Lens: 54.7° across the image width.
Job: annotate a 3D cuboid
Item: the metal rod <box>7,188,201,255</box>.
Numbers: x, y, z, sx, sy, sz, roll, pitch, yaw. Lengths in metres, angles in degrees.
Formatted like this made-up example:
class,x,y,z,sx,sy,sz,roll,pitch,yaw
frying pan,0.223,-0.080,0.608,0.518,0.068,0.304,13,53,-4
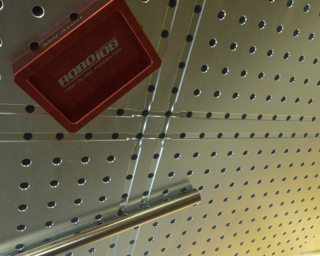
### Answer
class,x,y,z,sx,sy,sz,roll,pitch,yaw
metal rod,-0.075,0.149,0.464,0.302,0.025,0.025,-15,125,-20

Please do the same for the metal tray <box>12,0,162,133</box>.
class,x,y,z,sx,sy,sz,roll,pitch,yaw
metal tray,-0.073,-0.066,0.328,0.130,0.030,0.090,-39,130,-3
